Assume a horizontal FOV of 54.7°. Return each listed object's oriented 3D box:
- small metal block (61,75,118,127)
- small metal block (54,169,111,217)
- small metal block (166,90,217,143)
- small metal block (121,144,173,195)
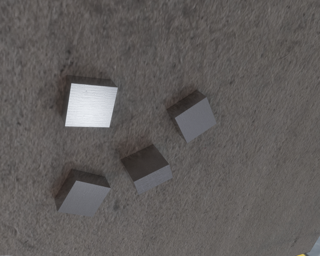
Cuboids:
[{"bbox_3d":[-0.080,-0.029,0.346,0.050,0.025,0.050,2,118,-30],"label":"small metal block"},{"bbox_3d":[-0.101,0.086,0.406,0.050,0.025,0.050,23,106,-37],"label":"small metal block"},{"bbox_3d":[0.044,-0.016,0.423,0.050,0.025,0.050,-34,129,-7],"label":"small metal block"},{"bbox_3d":[-0.018,0.054,0.416,0.050,0.050,0.025,-25,128,-14],"label":"small metal block"}]
